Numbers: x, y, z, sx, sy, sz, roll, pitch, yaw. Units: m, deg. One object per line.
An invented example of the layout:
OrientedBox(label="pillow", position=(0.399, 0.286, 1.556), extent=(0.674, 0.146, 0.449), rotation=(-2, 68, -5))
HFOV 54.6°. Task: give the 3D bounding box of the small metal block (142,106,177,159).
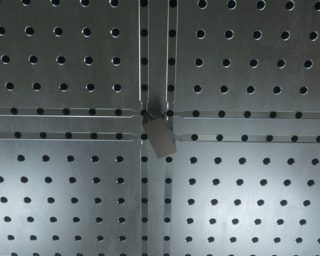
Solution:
OrientedBox(label="small metal block", position=(0.000, 0.004, 0.401), extent=(0.025, 0.050, 0.050), rotation=(-21, 109, 7))
